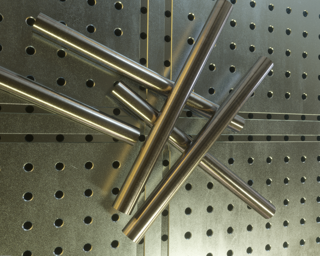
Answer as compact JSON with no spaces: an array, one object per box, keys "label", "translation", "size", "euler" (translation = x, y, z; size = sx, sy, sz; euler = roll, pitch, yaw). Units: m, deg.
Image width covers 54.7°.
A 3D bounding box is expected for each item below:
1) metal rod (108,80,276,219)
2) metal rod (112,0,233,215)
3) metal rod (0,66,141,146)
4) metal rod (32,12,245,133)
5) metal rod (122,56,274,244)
[{"label":"metal rod","translation":[0.055,0.039,0.434],"size":[0.301,0.025,0.025],"euler":[39,78,-16]},{"label":"metal rod","translation":[0.020,-0.034,0.393],"size":[0.025,0.025,0.299],"euler":[30,80,-18]},{"label":"metal rod","translation":[-0.161,-0.048,0.353],"size":[0.302,0.025,0.025],"euler":[25,82,-19]},{"label":"metal rod","translation":[-0.013,-0.063,0.408],"size":[0.302,0.025,0.025],"euler":[25,82,-19]},{"label":"metal rod","translation":[0.057,0.019,0.407],"size":[0.025,0.025,0.300],"euler":[43,76,-15]}]
